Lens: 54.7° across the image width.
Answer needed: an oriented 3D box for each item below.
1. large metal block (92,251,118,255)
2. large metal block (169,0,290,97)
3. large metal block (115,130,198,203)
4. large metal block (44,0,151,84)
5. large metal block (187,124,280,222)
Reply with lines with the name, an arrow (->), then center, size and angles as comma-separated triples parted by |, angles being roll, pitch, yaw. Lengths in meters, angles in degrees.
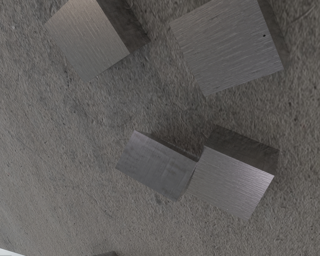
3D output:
large metal block -> -0.107, 0.307, 0.637 | 0.080, 0.050, 0.080 | -29, 103, 37
large metal block -> 0.069, -0.087, 0.301 | 0.080, 0.050, 0.080 | -17, 110, 35
large metal block -> 0.002, 0.045, 0.388 | 0.080, 0.080, 0.050 | 27, 92, 12
large metal block -> -0.072, -0.110, 0.360 | 0.080, 0.050, 0.080 | -23, 106, 36
large metal block -> 0.088, 0.054, 0.378 | 0.080, 0.050, 0.079 | 24, 127, 13
